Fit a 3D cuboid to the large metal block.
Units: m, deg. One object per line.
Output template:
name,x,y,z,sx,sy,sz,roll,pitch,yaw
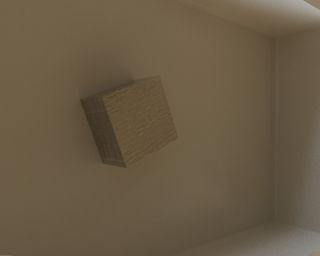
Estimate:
large metal block,-0.034,-0.010,0.361,0.081,0.050,0.080,-27,107,-37
